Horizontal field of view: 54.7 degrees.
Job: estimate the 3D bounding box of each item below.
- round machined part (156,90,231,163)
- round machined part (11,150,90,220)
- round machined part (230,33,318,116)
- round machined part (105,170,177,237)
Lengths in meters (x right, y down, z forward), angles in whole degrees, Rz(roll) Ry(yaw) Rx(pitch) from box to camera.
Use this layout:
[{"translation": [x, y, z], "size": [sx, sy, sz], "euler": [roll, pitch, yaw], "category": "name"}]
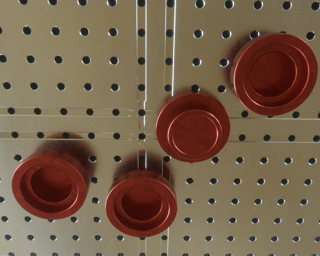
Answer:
[{"translation": [0.044, 0.003, 0.406], "size": [0.099, 0.042, 0.097], "euler": [0, 110, -1], "category": "round machined part"}, {"translation": [-0.147, 0.074, 0.430], "size": [0.099, 0.042, 0.097], "euler": [0, 110, -1], "category": "round machined part"}, {"translation": [0.135, -0.067, 0.382], "size": [0.099, 0.042, 0.097], "euler": [0, 110, -1], "category": "round machined part"}, {"translation": [-0.026, 0.103, 0.442], "size": [0.099, 0.042, 0.097], "euler": [0, 110, -1], "category": "round machined part"}]
